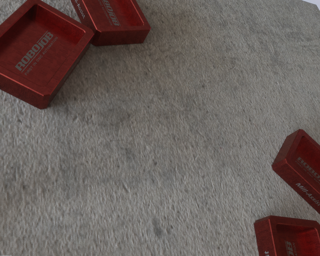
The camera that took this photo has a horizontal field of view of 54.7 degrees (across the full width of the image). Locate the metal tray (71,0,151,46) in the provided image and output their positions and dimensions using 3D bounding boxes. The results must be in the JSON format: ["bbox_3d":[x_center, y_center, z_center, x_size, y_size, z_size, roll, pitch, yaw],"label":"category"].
[{"bbox_3d":[-0.081,-0.187,0.471,0.091,0.030,0.130,-15,70,-34],"label":"metal tray"}]

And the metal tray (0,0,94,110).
[{"bbox_3d":[-0.149,-0.095,0.378,0.090,0.030,0.130,28,52,-11],"label":"metal tray"}]

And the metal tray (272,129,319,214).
[{"bbox_3d":[0.248,0.075,0.491,0.130,0.030,0.090,44,51,2],"label":"metal tray"}]

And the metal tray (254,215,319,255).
[{"bbox_3d":[0.172,0.181,0.385,0.091,0.030,0.130,13,56,-22],"label":"metal tray"}]
